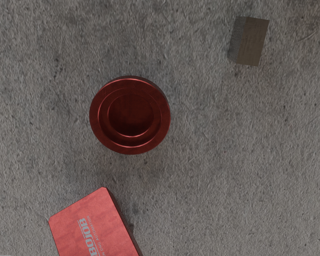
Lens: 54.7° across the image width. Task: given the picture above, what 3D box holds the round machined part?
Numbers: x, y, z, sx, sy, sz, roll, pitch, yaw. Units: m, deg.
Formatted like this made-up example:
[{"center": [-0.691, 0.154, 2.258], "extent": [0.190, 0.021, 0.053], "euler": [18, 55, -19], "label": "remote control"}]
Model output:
[{"center": [-0.036, -0.019, 0.394], "extent": [0.099, 0.042, 0.097], "euler": [0, 110, 0], "label": "round machined part"}]

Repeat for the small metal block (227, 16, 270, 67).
[{"center": [0.100, -0.102, 0.360], "extent": [0.025, 0.050, 0.050], "euler": [8, 110, -3], "label": "small metal block"}]

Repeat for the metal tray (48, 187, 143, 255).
[{"center": [-0.081, 0.154, 0.405], "extent": [0.090, 0.130, 0.030], "euler": [-30, 148, -7], "label": "metal tray"}]

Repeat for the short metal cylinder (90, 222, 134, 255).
[{"center": [-0.072, 0.172, 0.443], "extent": [0.050, 0.080, 0.079], "euler": [14, 110, -5], "label": "short metal cylinder"}]
